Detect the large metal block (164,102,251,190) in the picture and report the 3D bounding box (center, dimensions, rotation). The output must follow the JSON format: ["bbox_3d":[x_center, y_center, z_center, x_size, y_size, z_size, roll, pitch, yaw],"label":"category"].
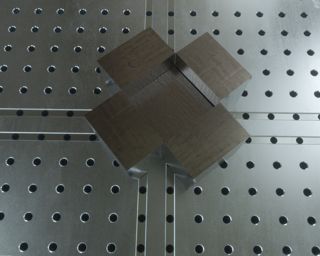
[{"bbox_3d":[0.052,0.025,0.375,0.080,0.080,0.050,-35,74,-12],"label":"large metal block"}]

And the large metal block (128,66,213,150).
[{"bbox_3d":[0.013,-0.019,0.404,0.080,0.050,0.080,-37,73,-10],"label":"large metal block"}]

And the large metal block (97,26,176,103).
[{"bbox_3d":[-0.028,-0.072,0.409,0.080,0.080,0.050,-37,74,-12],"label":"large metal block"}]

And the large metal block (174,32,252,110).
[{"bbox_3d":[0.064,-0.062,0.406,0.050,0.080,0.080,-37,75,-12],"label":"large metal block"}]

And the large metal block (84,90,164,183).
[{"bbox_3d":[-0.040,0.014,0.377,0.050,0.080,0.080,-37,75,-12],"label":"large metal block"}]
